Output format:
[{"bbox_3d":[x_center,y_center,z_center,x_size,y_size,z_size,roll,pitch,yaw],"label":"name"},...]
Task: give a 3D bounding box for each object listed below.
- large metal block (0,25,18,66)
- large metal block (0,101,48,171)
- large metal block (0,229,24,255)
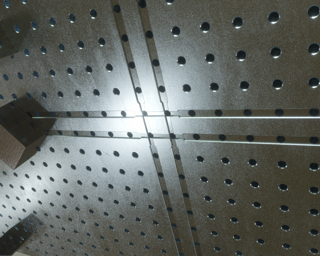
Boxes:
[{"bbox_3d":[-0.275,-0.107,0.456,0.080,0.080,0.050,-18,109,35],"label":"large metal block"},{"bbox_3d":[-0.256,0.014,0.540,0.080,0.050,0.080,43,129,-2],"label":"large metal block"},{"bbox_3d":[-0.405,0.317,0.787,0.050,0.080,0.080,43,129,-2],"label":"large metal block"}]
